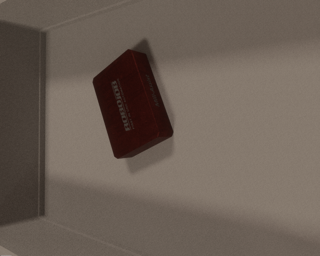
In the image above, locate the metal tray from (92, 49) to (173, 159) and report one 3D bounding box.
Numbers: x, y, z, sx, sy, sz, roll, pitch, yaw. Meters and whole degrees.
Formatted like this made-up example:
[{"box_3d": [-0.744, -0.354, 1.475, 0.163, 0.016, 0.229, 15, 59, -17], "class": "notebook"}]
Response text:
[{"box_3d": [-0.042, -0.032, 0.436, 0.090, 0.030, 0.129, -30, 72, 35], "class": "metal tray"}]
